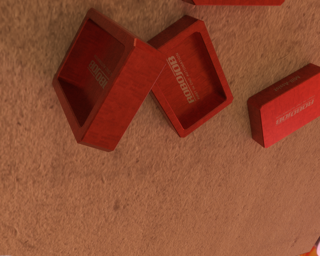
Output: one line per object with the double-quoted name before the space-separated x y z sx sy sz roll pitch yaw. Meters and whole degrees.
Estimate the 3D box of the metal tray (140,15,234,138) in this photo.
"metal tray" 0.031 -0.059 0.385 0.090 0.030 0.130 -37 130 -4

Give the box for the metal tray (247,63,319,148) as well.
"metal tray" 0.206 -0.035 0.498 0.131 0.030 0.090 -29 129 -10

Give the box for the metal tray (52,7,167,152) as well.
"metal tray" -0.054 -0.050 0.279 0.030 0.130 0.090 22 106 -37

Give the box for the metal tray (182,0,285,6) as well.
"metal tray" 0.089 -0.184 0.339 0.131 0.030 0.089 -10 123 -24
